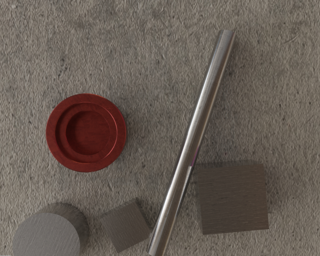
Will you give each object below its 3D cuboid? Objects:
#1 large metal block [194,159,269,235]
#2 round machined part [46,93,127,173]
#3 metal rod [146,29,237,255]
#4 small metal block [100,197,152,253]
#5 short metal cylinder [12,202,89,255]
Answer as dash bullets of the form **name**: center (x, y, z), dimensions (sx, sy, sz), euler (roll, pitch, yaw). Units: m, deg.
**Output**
- **large metal block**: center (0.088, 0.086, 0.399), dimensions (0.081, 0.050, 0.079), euler (-5, 90, -1)
- **round machined part**: center (-0.091, 0.006, 0.400), dimensions (0.099, 0.042, 0.097), euler (0, 90, -1)
- **metal rod**: center (0.042, 0.016, 0.399), dimensions (0.025, 0.025, 0.299), euler (19, 85, -1)
- **small metal block**: center (-0.043, 0.128, 0.410), dimensions (0.050, 0.025, 0.050), euler (-27, 90, 0)
- **short metal cylinder**: center (-0.136, 0.141, 0.396), dimensions (0.081, 0.050, 0.079), euler (0, 90, -1)
